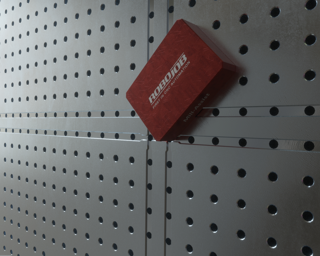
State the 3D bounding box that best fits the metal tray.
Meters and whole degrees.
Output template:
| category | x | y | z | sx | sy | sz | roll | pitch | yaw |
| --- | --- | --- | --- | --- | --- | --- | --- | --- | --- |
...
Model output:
| category | x | y | z | sx | sy | sz | roll | pitch | yaw |
| --- | --- | --- | --- | --- | --- | --- | --- | --- | --- |
| metal tray | 0.020 | -0.057 | 0.391 | 0.129 | 0.030 | 0.090 | -50 | 61 | 28 |
